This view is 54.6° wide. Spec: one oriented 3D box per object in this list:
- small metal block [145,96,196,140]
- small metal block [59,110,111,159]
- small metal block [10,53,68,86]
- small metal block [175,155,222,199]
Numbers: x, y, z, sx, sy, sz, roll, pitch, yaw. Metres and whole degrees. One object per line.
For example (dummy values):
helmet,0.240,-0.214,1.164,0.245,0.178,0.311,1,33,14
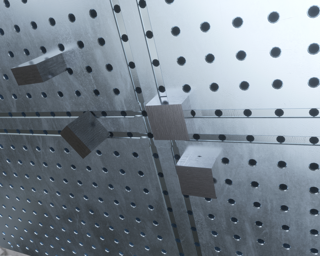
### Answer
small metal block,0.014,-0.012,0.397,0.050,0.025,0.050,-1,118,28
small metal block,-0.110,0.009,0.459,0.050,0.050,0.025,48,129,-6
small metal block,-0.168,-0.082,0.434,0.050,0.050,0.025,-2,118,29
small metal block,0.053,0.067,0.425,0.050,0.025,0.050,1,119,27
